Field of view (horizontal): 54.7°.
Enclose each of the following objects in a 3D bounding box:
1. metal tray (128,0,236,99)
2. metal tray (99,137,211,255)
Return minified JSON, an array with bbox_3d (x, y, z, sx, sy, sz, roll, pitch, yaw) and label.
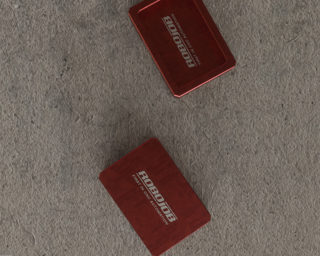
[{"bbox_3d":[0.028,-0.115,0.407,0.090,0.030,0.130,-29,90,0],"label":"metal tray"},{"bbox_3d":[-0.006,0.088,0.407,0.090,0.030,0.130,-35,90,0],"label":"metal tray"}]
